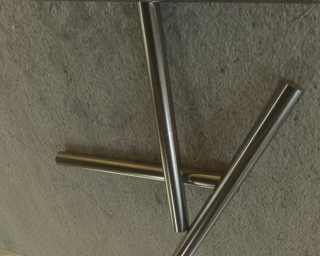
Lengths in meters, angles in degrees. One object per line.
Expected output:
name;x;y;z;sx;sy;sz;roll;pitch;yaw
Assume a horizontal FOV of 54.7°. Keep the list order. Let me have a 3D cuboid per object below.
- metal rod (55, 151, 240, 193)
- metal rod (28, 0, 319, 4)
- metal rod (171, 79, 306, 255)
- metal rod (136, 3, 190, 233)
metal rod;-0.034;0.061;0.462;0.301;0.025;0.025;4;120;26
metal rod;-0.001;-0.136;0.301;0.301;0.025;0.025;7;122;16
metal rod;0.079;0.077;0.379;0.025;0.025;0.298;29;118;9
metal rod;0.008;0.000;0.380;0.025;0.025;0.298;2;113;27
